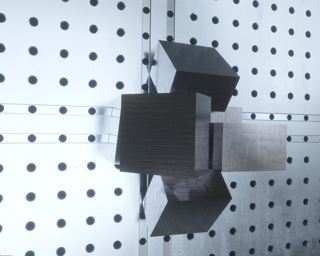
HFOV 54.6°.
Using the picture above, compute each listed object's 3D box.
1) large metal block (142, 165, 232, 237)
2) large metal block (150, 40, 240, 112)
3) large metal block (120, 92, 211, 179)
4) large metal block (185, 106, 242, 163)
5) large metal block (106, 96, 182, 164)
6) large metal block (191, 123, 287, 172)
[{"bbox_3d":[0.030,0.091,0.388,0.081,0.050,0.079,2,134,-20],"label":"large metal block"},{"bbox_3d":[0.040,-0.066,0.390,0.081,0.080,0.050,2,128,-20],"label":"large metal block"},{"bbox_3d":[0.007,0.006,0.324,0.080,0.050,0.080,1,90,25],"label":"large metal block"},{"bbox_3d":[0.062,0.010,0.421,0.081,0.050,0.080,3,89,-20],"label":"large metal block"},{"bbox_3d":[-0.019,0.006,0.393,0.081,0.050,0.080,7,88,-20],"label":"large metal block"},{"bbox_3d":[0.087,0.020,0.362,0.081,0.080,0.050,2,89,-20],"label":"large metal block"}]
